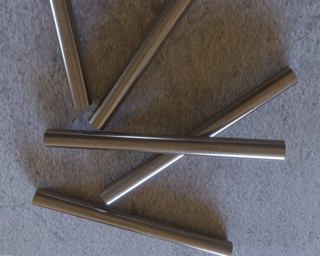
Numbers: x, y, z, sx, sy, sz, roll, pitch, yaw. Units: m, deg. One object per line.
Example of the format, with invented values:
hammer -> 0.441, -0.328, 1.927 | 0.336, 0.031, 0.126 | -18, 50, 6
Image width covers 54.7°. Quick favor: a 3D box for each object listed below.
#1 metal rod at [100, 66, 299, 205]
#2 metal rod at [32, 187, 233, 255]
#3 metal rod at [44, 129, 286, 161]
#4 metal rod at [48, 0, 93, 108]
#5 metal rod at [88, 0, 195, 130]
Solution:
metal rod -> 0.044, 0.016, 0.416 | 0.300, 0.025, 0.025 | -34, 107, 11
metal rod -> -0.035, 0.143, 0.462 | 0.302, 0.025, 0.025 | 18, 109, -7
metal rod -> 0.000, 0.020, 0.395 | 0.302, 0.025, 0.025 | 3, 110, 7
metal rod -> -0.118, -0.168, 0.346 | 0.025, 0.025, 0.298 | -7, 110, 2
metal rod -> 0.004, -0.119, 0.365 | 0.025, 0.025, 0.299 | 34, 106, -12
